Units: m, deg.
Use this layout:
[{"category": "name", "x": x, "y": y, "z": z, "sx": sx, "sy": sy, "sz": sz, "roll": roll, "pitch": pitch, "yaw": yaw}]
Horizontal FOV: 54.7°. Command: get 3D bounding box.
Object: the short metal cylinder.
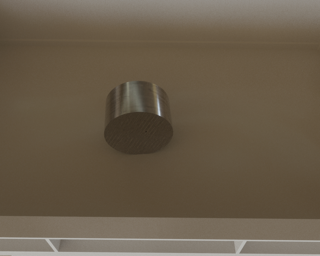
[{"category": "short metal cylinder", "x": -0.026, "y": -0.011, "z": 0.378, "sx": 0.081, "sy": 0.080, "sz": 0.050, "roll": -3, "pitch": 50, "yaw": -3}]
